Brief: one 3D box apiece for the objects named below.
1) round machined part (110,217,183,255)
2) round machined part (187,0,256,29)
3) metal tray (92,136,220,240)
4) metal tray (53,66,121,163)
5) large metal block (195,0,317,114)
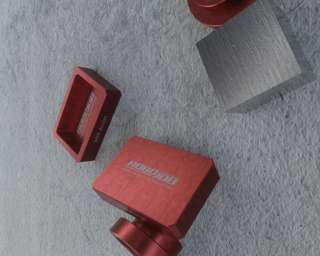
[{"bbox_3d":[-0.011,0.141,0.379,0.098,0.042,0.098,35,156,18],"label":"round machined part"},{"bbox_3d":[0.069,-0.160,0.336,0.098,0.042,0.097,0,90,39],"label":"round machined part"},{"bbox_3d":[-0.007,0.064,0.370,0.130,0.030,0.090,15,55,38],"label":"metal tray"},{"bbox_3d":[-0.121,-0.021,0.498,0.090,0.030,0.129,39,113,33],"label":"metal tray"},{"bbox_3d":[0.094,-0.067,0.310,0.080,0.050,0.080,-29,72,36],"label":"large metal block"}]
